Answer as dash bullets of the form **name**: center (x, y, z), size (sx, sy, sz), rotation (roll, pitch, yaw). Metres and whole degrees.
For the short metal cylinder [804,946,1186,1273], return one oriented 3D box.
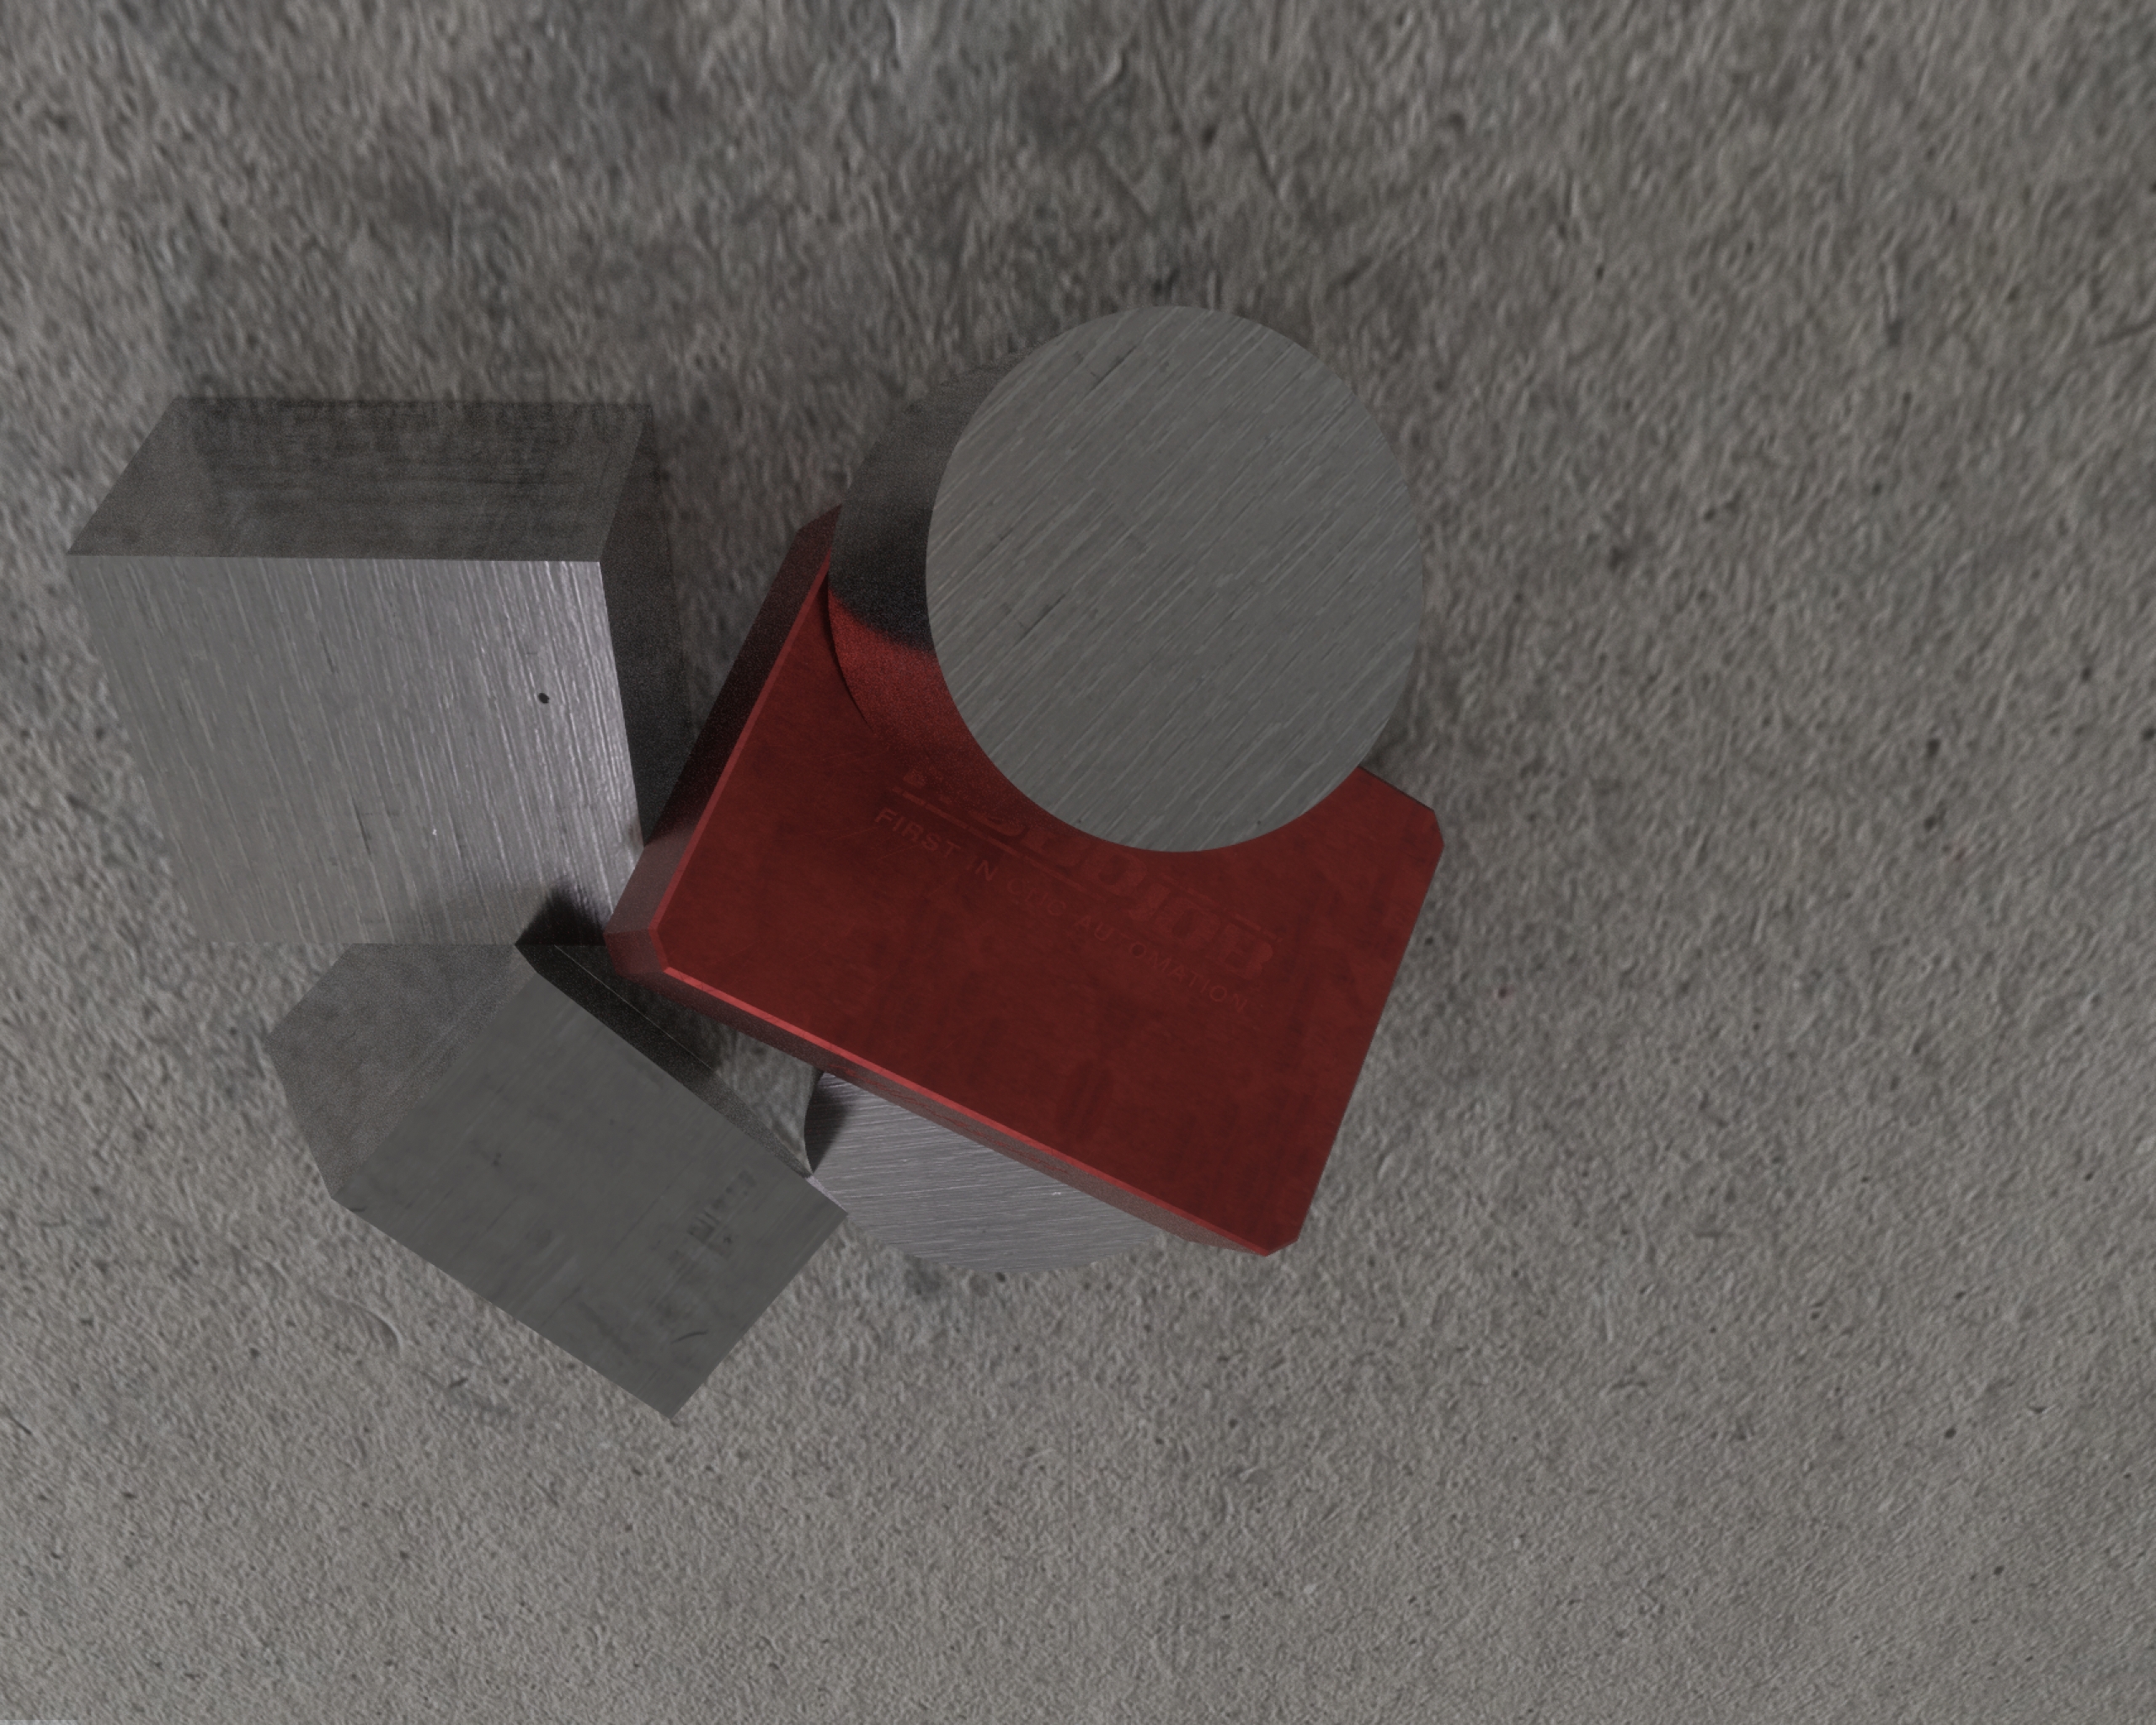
- **short metal cylinder**: center (-0.013, 0.039, 0.426), size (0.081, 0.050, 0.079), rotation (0, 130, 0)

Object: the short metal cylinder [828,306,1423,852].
- **short metal cylinder**: center (0.006, -0.043, 0.330), size (0.081, 0.050, 0.079), rotation (-2, 95, -23)

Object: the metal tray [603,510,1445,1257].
- **metal tray**: center (-0.005, 0.004, 0.371), size (0.131, 0.090, 0.030), rotation (29, 164, -22)

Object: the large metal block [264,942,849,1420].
- **large metal block**: center (-0.103, 0.051, 0.406), size (0.050, 0.080, 0.080), rotation (-50, 122, -7)

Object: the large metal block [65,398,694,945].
- **large metal block**: center (-0.114, -0.032, 0.361), size (0.081, 0.050, 0.079), rotation (1, 130, -1)
